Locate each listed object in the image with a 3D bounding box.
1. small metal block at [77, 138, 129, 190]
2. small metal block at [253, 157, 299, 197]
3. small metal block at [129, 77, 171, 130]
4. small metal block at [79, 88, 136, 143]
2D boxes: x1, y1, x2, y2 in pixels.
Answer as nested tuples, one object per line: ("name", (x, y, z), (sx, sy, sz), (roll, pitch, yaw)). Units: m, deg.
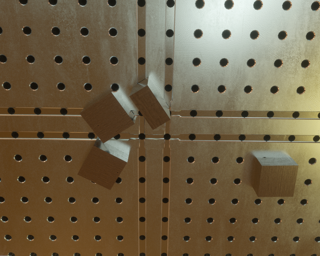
("small metal block", (-0.078, 0.051, 0.431), (0.050, 0.025, 0.050), (28, 107, -11))
("small metal block", (0.164, 0.070, 0.442), (0.050, 0.025, 0.050), (0, 110, -1))
("small metal block", (-0.012, -0.032, 0.388), (0.025, 0.050, 0.050), (-31, 108, 10))
("small metal block", (-0.067, -0.016, 0.407), (0.050, 0.025, 0.050), (-32, 107, 10))
